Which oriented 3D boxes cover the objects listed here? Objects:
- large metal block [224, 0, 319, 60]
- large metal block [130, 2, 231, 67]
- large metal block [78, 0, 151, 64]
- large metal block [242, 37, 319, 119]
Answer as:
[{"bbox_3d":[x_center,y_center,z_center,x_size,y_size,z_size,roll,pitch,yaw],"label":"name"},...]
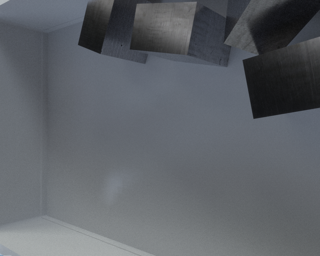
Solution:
[{"bbox_3d":[0.098,-0.121,0.267,0.080,0.050,0.080,120,164,-59],"label":"large metal block"},{"bbox_3d":[0.026,-0.103,0.349,0.080,0.081,0.050,17,101,39],"label":"large metal block"},{"bbox_3d":[-0.053,-0.137,0.415,0.050,0.081,0.079,28,108,36],"label":"large metal block"},{"bbox_3d":[0.129,-0.042,0.262,0.080,0.081,0.050,-11,89,39],"label":"large metal block"}]
